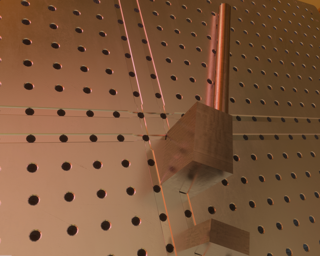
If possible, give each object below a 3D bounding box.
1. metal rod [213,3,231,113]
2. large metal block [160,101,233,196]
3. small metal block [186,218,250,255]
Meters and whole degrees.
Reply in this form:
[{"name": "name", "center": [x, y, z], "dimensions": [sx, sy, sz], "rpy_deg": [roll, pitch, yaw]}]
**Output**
[{"name": "metal rod", "center": [0.110, -0.122, 0.543], "dimensions": [0.025, 0.025, 0.300], "rpy_deg": [22, 53, -16]}, {"name": "large metal block", "center": [0.045, 0.028, 0.382], "dimensions": [0.050, 0.080, 0.080], "rpy_deg": [20, 54, -17]}, {"name": "small metal block", "center": [0.065, 0.128, 0.351], "dimensions": [0.050, 0.050, 0.025], "rpy_deg": [24, 53, -15]}]
